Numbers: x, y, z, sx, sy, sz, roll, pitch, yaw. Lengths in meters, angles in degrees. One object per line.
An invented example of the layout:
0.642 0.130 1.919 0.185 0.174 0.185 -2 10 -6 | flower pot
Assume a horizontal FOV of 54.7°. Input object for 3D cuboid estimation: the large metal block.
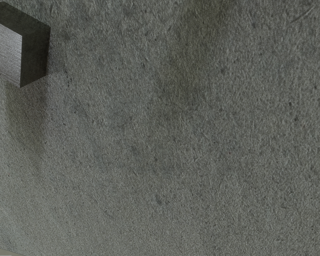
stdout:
-0.205 -0.115 0.428 0.080 0.050 0.079 30 128 9 | large metal block
